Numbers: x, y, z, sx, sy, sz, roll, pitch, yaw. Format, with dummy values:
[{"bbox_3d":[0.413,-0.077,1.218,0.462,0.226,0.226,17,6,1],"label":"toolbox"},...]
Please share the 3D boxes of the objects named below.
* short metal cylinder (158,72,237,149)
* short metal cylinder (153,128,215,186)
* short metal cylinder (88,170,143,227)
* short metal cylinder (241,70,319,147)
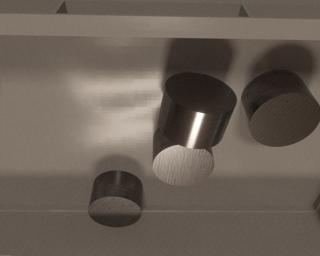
[{"bbox_3d":[0.041,-0.021,0.355,0.081,0.080,0.050,7,130,-7],"label":"short metal cylinder"},{"bbox_3d":[0.030,0.034,0.422,0.081,0.050,0.079,0,130,0],"label":"short metal cylinder"},{"bbox_3d":[-0.068,0.112,0.487,0.081,0.050,0.079,0,130,0],"label":"short metal cylinder"},{"bbox_3d":[0.144,-0.023,0.375,0.081,0.050,0.079,0,130,0],"label":"short metal cylinder"}]
